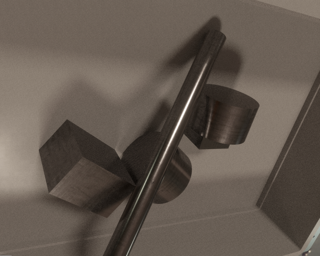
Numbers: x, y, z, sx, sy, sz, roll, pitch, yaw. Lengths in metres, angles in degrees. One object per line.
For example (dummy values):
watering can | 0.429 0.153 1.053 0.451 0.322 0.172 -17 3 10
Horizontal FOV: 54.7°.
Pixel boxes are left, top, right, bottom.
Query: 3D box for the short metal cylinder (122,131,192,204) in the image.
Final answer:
short metal cylinder | -0.006 0.051 0.403 0.080 0.080 0.050 -42 130 1

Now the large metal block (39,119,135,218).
large metal block | -0.084 0.046 0.357 0.050 0.080 0.080 -47 130 4

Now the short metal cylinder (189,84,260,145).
short metal cylinder | 0.083 -0.020 0.408 0.081 0.080 0.050 1 118 -29

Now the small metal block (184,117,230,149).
small metal block | 0.066 0.006 0.434 0.050 0.050 0.025 1 118 -29

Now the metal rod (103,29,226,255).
metal rod | 0.007 0.020 0.353 0.025 0.025 0.299 34 76 -39
